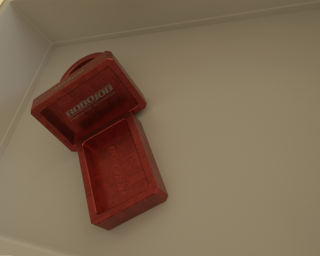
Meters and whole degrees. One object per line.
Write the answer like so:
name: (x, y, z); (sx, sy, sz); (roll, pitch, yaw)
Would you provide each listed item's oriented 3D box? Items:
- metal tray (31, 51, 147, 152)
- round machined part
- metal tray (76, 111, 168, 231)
metal tray: (-0.097, -0.034, 0.430); (0.130, 0.090, 0.030); (-32, 35, 7)
round machined part: (-0.106, -0.069, 0.486); (0.098, 0.042, 0.098); (-16, 49, 19)
metal tray: (-0.053, 0.051, 0.397); (0.090, 0.030, 0.130); (-29, 52, 9)
